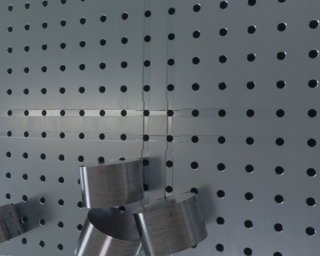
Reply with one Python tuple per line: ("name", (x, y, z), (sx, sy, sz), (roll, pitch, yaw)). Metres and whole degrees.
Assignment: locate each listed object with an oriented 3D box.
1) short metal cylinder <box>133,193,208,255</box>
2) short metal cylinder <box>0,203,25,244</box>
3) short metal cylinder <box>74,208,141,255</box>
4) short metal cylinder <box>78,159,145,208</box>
("short metal cylinder", (0.012, 0.116, 0.379), (0.080, 0.080, 0.050), (-19, 84, 19))
("short metal cylinder", (-0.257, 0.155, 0.474), (0.080, 0.080, 0.050), (-26, 82, 18))
("short metal cylinder", (-0.064, 0.145, 0.406), (0.080, 0.080, 0.050), (24, 98, 18))
("short metal cylinder", (-0.063, 0.070, 0.406), (0.080, 0.080, 0.050), (-7, 88, 20))
